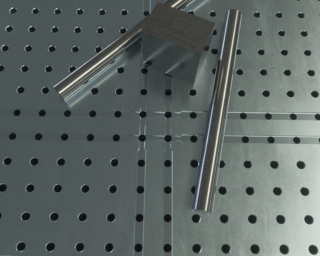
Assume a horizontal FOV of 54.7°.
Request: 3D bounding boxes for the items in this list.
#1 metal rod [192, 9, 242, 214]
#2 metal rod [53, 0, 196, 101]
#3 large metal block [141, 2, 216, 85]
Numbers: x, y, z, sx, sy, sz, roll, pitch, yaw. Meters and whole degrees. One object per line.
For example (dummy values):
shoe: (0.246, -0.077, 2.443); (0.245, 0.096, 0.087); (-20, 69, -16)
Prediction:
metal rod: (0.082, -0.036, 0.426); (0.025, 0.025, 0.299); (11, 70, 4)
metal rod: (-0.030, -0.144, 0.463); (0.301, 0.025, 0.025); (-41, 76, -14)
large metal block: (0.023, -0.113, 0.424); (0.080, 0.080, 0.050); (23, 72, 8)
